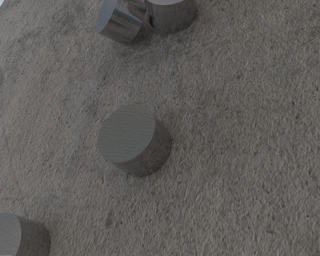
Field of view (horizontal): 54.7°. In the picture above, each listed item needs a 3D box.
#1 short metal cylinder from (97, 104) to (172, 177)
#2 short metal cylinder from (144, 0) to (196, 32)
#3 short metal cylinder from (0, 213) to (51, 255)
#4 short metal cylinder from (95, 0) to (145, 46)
[{"bbox_3d":[-0.031,0.016,0.394,0.080,0.050,0.080,-13,56,21],"label":"short metal cylinder"},{"bbox_3d":[0.016,-0.199,0.488,0.080,0.050,0.080,-4,58,6],"label":"short metal cylinder"},{"bbox_3d":[-0.189,0.154,0.393,0.080,0.050,0.080,-13,56,21],"label":"short metal cylinder"},{"bbox_3d":[-0.066,-0.185,0.515,0.080,0.050,0.080,-33,48,45],"label":"short metal cylinder"}]
